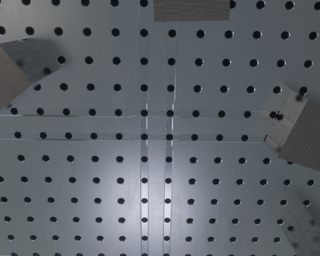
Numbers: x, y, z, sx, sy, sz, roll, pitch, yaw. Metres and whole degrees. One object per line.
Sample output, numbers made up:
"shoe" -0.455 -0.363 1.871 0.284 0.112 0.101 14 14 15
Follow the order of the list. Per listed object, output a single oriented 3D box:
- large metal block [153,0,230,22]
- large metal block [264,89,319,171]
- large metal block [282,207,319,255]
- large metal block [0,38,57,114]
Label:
"large metal block" 0.033 -0.160 0.341 0.080 0.050 0.079 -1 110 0
"large metal block" 0.198 0.005 0.403 0.080 0.050 0.080 18 109 -7
"large metal block" 0.239 0.176 0.450 0.080 0.080 0.050 33 107 -12
"large metal block" -0.179 -0.057 0.362 0.080 0.080 0.050 -35 107 12
